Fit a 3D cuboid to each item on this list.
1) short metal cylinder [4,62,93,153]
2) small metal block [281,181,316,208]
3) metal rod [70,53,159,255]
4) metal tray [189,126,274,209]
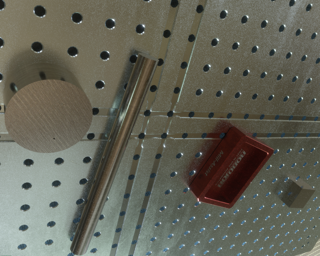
[{"bbox_3d":[-0.116,-0.021,0.319,0.081,0.050,0.079,-14,124,-21],"label":"short metal cylinder"},{"bbox_3d":[0.295,0.143,0.661,0.050,0.025,0.050,12,112,-34],"label":"small metal block"},{"bbox_3d":[-0.066,0.048,0.404,0.025,0.025,0.298,9,114,-32],"label":"metal rod"},{"bbox_3d":[0.119,0.070,0.515,0.090,0.030,0.129,23,106,-37],"label":"metal tray"}]
